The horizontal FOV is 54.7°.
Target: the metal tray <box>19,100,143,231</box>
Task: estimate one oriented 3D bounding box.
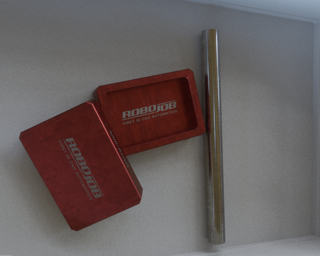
[{"bbox_3d":[-0.088,0.043,0.359,0.090,0.030,0.129,-25,99,4],"label":"metal tray"}]

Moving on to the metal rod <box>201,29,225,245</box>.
[{"bbox_3d":[0.076,0.013,0.439,0.025,0.025,0.298,-2,91,-20],"label":"metal rod"}]

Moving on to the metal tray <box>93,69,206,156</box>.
[{"bbox_3d":[-0.012,-0.021,0.404,0.131,0.030,0.089,-15,95,-20],"label":"metal tray"}]
